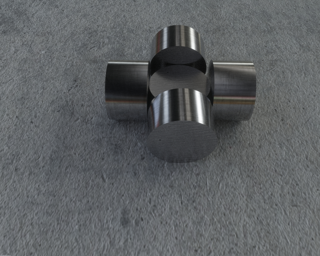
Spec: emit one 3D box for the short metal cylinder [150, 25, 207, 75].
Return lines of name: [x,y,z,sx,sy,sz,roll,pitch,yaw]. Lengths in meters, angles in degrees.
short metal cylinder: [0.026,-0.102,0.454,0.081,0.080,0.050,1,51,0]

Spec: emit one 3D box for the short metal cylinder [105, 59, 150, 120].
short metal cylinder: [-0.040,-0.050,0.411,0.050,0.080,0.080,1,50,1]

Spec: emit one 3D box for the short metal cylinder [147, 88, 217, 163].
short metal cylinder: [0.025,-0.001,0.370,0.081,0.080,0.050,0,50,0]

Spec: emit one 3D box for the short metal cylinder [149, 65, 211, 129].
short metal cylinder: [0.026,-0.041,0.424,0.081,0.050,0.080,0,50,0]

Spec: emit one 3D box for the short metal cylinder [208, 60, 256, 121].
short metal cylinder: [0.091,-0.050,0.412,0.050,0.080,0.080,1,50,1]
